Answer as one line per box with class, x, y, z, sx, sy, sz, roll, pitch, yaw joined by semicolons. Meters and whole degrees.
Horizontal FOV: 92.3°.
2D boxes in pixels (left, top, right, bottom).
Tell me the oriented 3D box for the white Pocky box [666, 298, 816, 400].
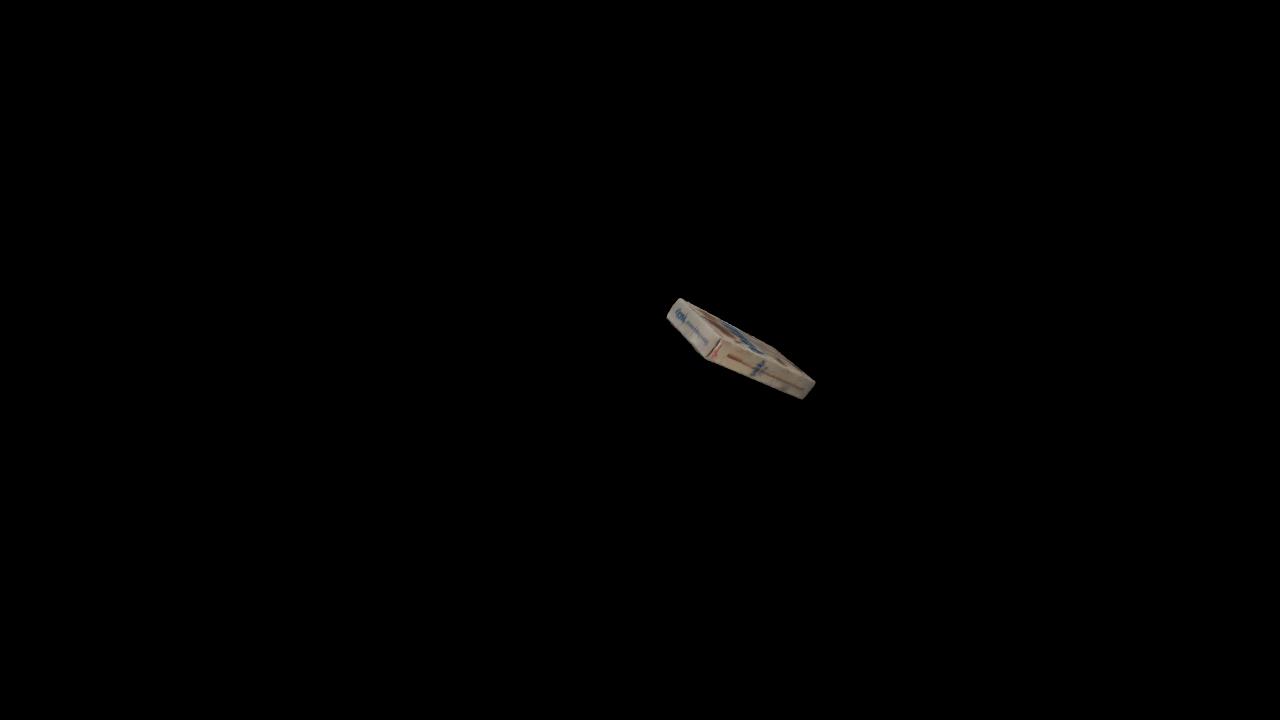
white Pocky box;0.103;-0.009;0.623;0.154;0.028;0.084;22;19;-38
